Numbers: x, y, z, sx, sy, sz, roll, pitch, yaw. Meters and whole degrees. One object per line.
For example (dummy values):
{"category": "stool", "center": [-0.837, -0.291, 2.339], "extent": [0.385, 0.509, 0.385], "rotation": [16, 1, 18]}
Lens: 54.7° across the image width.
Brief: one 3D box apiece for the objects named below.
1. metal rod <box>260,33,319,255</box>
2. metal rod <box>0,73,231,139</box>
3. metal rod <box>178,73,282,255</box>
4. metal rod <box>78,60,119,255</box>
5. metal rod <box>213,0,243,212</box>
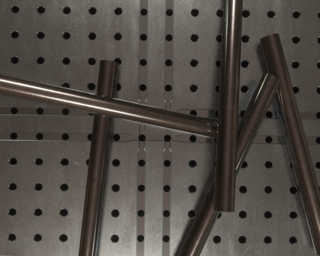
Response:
{"category": "metal rod", "center": [0.184, 0.022, 0.415], "extent": [0.025, 0.025, 0.298], "rotation": [-15, 90, 0]}
{"category": "metal rod", "center": [-0.053, -0.024, 0.389], "extent": [0.302, 0.025, 0.025], "rotation": [12, 90, -10]}
{"category": "metal rod", "center": [0.083, 0.071, 0.406], "extent": [0.025, 0.025, 0.299], "rotation": [24, 93, -1]}
{"category": "metal rod", "center": [-0.083, 0.061, 0.412], "extent": [0.025, 0.025, 0.298], "rotation": [6, 90, -1]}
{"category": "metal rod", "center": [0.088, -0.048, 0.394], "extent": [0.025, 0.025, 0.298], "rotation": [4, 82, -1]}
